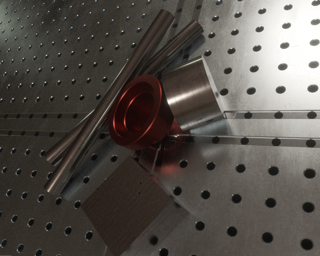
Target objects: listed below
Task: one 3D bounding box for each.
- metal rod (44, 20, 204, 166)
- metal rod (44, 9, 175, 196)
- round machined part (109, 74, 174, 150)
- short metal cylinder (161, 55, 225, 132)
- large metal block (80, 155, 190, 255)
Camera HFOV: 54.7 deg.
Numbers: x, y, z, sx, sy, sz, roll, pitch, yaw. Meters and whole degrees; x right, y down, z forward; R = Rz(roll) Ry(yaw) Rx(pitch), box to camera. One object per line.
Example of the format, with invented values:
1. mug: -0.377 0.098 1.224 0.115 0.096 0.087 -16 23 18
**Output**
1. metal rod: -0.053 -0.053 0.466 0.300 0.025 0.025 -42 51 -2
2. metal rod: -0.070 -0.038 0.440 0.025 0.025 0.299 31 86 37
3. round machined part: -0.020 -0.017 0.404 0.098 0.042 0.098 -24 53 37
4. short metal cylinder: 0.041 -0.041 0.375 0.050 0.080 0.080 -20 54 15
5. large metal block: -0.029 0.092 0.350 0.080 0.050 0.080 -46 52 -4
